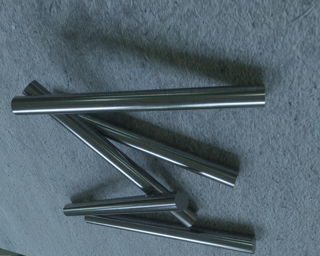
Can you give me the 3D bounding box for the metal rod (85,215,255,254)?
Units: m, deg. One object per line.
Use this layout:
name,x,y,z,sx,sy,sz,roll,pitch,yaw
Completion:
metal rod,0.000,0.165,0.508,0.300,0.025,0.025,0,119,28

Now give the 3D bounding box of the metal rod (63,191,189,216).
metal rod,-0.074,0.125,0.493,0.299,0.025,0.025,-18,109,44

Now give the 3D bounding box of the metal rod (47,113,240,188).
metal rod,-0.038,0.016,0.436,0.301,0.025,0.025,20,126,16

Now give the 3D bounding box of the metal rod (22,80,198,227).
metal rod,-0.063,0.042,0.440,0.300,0.025,0.025,41,130,-11

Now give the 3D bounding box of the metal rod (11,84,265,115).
metal rod,-0.036,-0.031,0.363,0.301,0.025,0.025,-1,119,13
